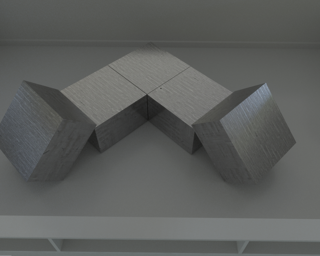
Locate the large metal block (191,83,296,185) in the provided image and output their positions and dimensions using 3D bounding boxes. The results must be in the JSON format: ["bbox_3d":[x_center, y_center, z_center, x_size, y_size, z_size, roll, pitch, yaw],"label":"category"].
[{"bbox_3d":[0.096,0.007,0.354,0.080,0.050,0.080,-36,102,-26],"label":"large metal block"}]

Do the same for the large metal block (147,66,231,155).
[{"bbox_3d":[0.041,-0.025,0.408,0.080,0.050,0.080,-36,59,-27],"label":"large metal block"}]

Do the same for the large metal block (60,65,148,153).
[{"bbox_3d":[-0.073,-0.027,0.409,0.080,0.050,0.080,-36,59,-27],"label":"large metal block"}]

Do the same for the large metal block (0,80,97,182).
[{"bbox_3d":[-0.133,0.004,0.354,0.080,0.050,0.080,39,102,27],"label":"large metal block"}]

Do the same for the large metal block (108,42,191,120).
[{"bbox_3d":[-0.015,-0.070,0.445,0.080,0.050,0.080,-36,59,-27],"label":"large metal block"}]
